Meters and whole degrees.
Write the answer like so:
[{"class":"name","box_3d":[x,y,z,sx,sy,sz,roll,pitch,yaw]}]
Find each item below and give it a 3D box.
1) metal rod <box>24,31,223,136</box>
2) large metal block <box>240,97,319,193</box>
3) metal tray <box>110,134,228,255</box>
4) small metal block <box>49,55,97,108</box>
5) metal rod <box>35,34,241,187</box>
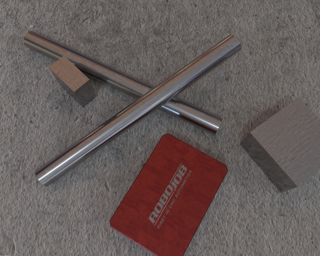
[{"class":"metal rod","box_3d":[-0.056,-0.066,0.431,0.301,0.025,0.025,26,72,8]},{"class":"large metal block","box_3d":[0.163,0.022,0.389,0.080,0.050,0.080,-34,74,-12]},{"class":"metal tray","box_3d":[0.012,0.083,0.375,0.090,0.030,0.130,29,72,10]},{"class":"small metal block","box_3d":[-0.116,-0.061,0.416,0.050,0.050,0.025,43,75,13]},{"class":"metal rod","box_3d":[-0.024,-0.025,0.394,0.301,0.025,0.025,-35,74,-4]}]
